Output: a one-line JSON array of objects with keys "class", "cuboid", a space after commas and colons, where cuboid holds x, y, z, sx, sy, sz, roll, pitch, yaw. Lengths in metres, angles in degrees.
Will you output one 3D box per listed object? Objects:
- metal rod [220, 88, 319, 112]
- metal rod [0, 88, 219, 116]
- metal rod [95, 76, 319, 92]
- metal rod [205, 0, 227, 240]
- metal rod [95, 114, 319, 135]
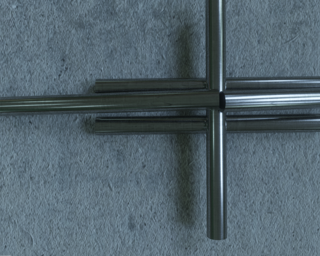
[{"class": "metal rod", "cuboid": [0.220, -0.038, 0.389, 0.302, 0.025, 0.025, -3, 90, -11]}, {"class": "metal rod", "cuboid": [-0.080, -0.031, 0.385, 0.302, 0.025, 0.025, -1, 90, 9]}, {"class": "metal rod", "cuboid": [0.068, -0.055, 0.411, 0.302, 0.025, 0.025, -1, 90, -1]}, {"class": "metal rod", "cuboid": [0.070, -0.013, 0.387, 0.025, 0.025, 0.298, 0, 90, -1]}, {"class": "metal rod", "cuboid": [0.068, -0.005, 0.411, 0.302, 0.025, 0.025, -1, 90, -1]}]
